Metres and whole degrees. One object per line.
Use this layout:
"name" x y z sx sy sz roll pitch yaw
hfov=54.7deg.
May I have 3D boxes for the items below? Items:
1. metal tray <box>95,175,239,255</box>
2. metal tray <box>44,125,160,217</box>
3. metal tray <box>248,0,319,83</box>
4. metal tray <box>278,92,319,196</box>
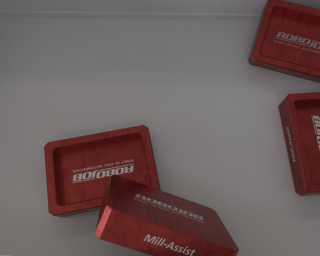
"metal tray" 0.005 0.096 0.319 0.131 0.090 0.030 21 98 -9
"metal tray" -0.071 0.053 0.386 0.131 0.030 0.090 -10 70 -4
"metal tray" 0.202 -0.120 0.436 0.131 0.030 0.090 16 91 5
"metal tray" 0.214 0.018 0.401 0.091 0.030 0.130 -3 70 -1
